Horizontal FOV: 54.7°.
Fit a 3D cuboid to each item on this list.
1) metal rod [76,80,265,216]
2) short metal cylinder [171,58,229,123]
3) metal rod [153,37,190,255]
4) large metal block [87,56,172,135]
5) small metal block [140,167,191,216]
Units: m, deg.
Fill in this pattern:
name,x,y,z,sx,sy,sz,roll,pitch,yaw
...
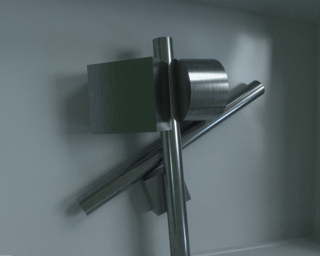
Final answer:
name,x,y,z,sx,sy,sz,roll,pitch,yaw
metal rod,0.027,0.018,0.419,0.302,0.025,0.025,-33,101,-17
short metal cylinder,0.044,-0.048,0.396,0.050,0.080,0.079,-5,92,-22
metal rod,0.016,0.038,0.388,0.025,0.025,0.298,-5,91,-20
large metal block,-0.035,-0.035,0.363,0.080,0.050,0.079,-3,91,20
small metal block,0.007,0.081,0.413,0.050,0.025,0.050,-23,98,-19
